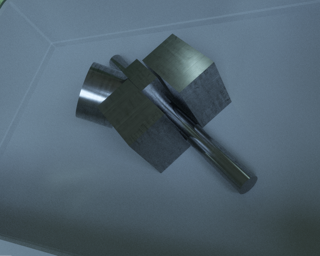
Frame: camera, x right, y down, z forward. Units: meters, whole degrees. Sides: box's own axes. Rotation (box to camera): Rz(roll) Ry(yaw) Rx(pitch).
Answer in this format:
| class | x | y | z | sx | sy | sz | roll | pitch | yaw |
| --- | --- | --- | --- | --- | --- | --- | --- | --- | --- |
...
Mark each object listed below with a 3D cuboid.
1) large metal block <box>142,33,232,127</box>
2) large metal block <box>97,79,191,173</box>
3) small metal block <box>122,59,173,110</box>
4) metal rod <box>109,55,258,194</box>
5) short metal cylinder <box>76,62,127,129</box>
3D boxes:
| class | x | y | z | sx | sy | sz | roll | pitch | yaw |
| --- | --- | --- | --- | --- | --- | --- | --- | --- | --- |
| large metal block | 0.035 | -0.058 | 0.386 | 0.050 | 0.080 | 0.080 | -42 | 51 | -1 |
| large metal block | -0.019 | -0.001 | 0.379 | 0.050 | 0.080 | 0.080 | -43 | 51 | -1 |
| small metal block | -0.015 | -0.054 | 0.398 | 0.025 | 0.050 | 0.050 | -42 | 51 | 0 |
| metal rod | 0.010 | -0.025 | 0.414 | 0.025 | 0.025 | 0.300 | -43 | 51 | -2 |
| short metal cylinder | -0.078 | -0.045 | 0.427 | 0.050 | 0.080 | 0.080 | 18 | 66 | -7 |
